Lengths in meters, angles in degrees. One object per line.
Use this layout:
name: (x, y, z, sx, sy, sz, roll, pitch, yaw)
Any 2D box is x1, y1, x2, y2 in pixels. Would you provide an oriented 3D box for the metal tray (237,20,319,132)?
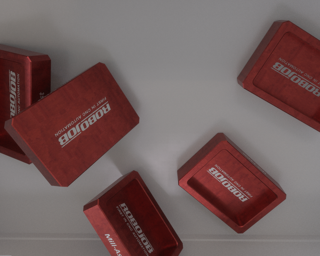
metal tray: (0.176, -0.062, 0.386, 0.131, 0.030, 0.090, 28, 108, -10)

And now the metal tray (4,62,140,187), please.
metal tray: (-0.094, -0.007, 0.360, 0.030, 0.131, 0.090, -10, 118, 50)

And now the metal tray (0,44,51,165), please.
metal tray: (-0.178, -0.030, 0.376, 0.090, 0.030, 0.129, 16, 111, 21)

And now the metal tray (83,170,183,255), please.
metal tray: (-0.030, 0.132, 0.405, 0.030, 0.090, 0.130, -31, 92, 33)

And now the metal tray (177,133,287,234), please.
metal tray: (0.100, 0.080, 0.438, 0.130, 0.030, 0.090, 41, 105, -14)
